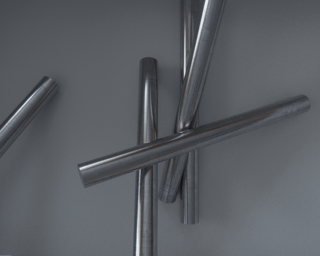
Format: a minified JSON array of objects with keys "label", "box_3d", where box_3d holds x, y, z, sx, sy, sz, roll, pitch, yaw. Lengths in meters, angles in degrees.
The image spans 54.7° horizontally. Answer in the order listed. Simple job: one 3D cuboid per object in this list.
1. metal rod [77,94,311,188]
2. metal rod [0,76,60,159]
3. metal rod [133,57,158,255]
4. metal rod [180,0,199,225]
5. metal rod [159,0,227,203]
[{"label":"metal rod","box_3d":[0.057,0.007,0.360,0.302,0.025,0.025,-17,90,-21]},{"label":"metal rod","box_3d":[-0.216,0.056,0.350,0.025,0.025,0.300,32,66,0]},{"label":"metal rod","box_3d":[-0.015,0.049,0.351,0.025,0.025,0.299,0,65,0]},{"label":"metal rod","box_3d":[0.039,-0.025,0.411,0.025,0.025,0.298,0,90,-1]},{"label":"metal rod","box_3d":[0.037,-0.041,0.355,0.025,0.025,0.298,11,113,-1]}]
